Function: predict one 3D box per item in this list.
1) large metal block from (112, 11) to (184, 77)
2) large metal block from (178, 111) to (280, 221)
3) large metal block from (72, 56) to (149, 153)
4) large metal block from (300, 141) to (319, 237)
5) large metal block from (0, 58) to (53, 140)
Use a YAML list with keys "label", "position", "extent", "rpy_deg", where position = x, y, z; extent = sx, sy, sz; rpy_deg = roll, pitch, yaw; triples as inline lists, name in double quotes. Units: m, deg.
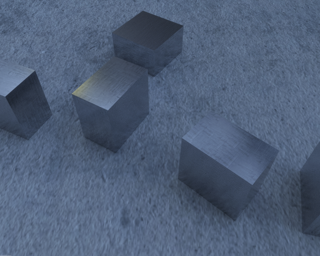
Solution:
- label: "large metal block"
  position: [-0.018, -0.139, 0.503]
  extent: [0.080, 0.050, 0.080]
  rpy_deg: [28, 55, 21]
- label: "large metal block"
  position: [0.068, 0.041, 0.334]
  extent: [0.080, 0.080, 0.050]
  rpy_deg: [34, 58, 25]
- label: "large metal block"
  position: [-0.057, -0.030, 0.392]
  extent: [0.050, 0.080, 0.080]
  rpy_deg: [24, 54, 19]
- label: "large metal block"
  position: [0.185, 0.061, 0.318]
  extent: [0.050, 0.080, 0.080]
  rpy_deg: [11, 51, 9]
- label: "large metal block"
  position: [-0.197, -0.040, 0.398]
  extent: [0.080, 0.080, 0.050]
  rpy_deg: [20, 53, 15]
